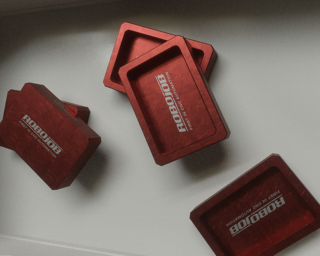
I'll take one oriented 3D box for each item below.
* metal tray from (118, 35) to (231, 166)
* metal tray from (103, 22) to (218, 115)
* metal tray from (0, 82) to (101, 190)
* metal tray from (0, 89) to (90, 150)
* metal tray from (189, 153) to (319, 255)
[{"bbox_3d":[0.016,-0.031,0.369,0.090,0.030,0.129,-25,82,17],"label":"metal tray"},{"bbox_3d":[-0.002,-0.078,0.407,0.130,0.030,0.089,21,97,18],"label":"metal tray"},{"bbox_3d":[-0.155,0.010,0.429,0.130,0.030,0.090,40,102,15],"label":"metal tray"},{"bbox_3d":[-0.177,-0.002,0.468,0.130,0.030,0.089,14,95,19],"label":"metal tray"},{"bbox_3d":[0.113,0.102,0.367,0.130,0.030,0.090,-39,78,15],"label":"metal tray"}]
